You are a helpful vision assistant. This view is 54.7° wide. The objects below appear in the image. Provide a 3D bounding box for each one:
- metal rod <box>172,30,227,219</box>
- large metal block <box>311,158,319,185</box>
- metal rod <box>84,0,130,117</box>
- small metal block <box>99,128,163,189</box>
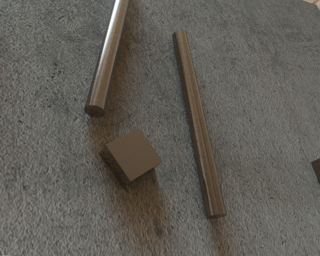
[{"bbox_3d":[0.051,-0.023,0.446,0.025,0.025,0.299,7,59,-25],"label":"metal rod"},{"bbox_3d":[0.308,0.086,0.505,0.081,0.050,0.080,6,59,-25],"label":"large metal block"},{"bbox_3d":[-0.067,-0.144,0.456,0.025,0.025,0.300,18,54,-18],"label":"metal rod"},{"bbox_3d":[-0.034,0.035,0.366,0.050,0.025,0.050,-28,78,-38],"label":"small metal block"}]
